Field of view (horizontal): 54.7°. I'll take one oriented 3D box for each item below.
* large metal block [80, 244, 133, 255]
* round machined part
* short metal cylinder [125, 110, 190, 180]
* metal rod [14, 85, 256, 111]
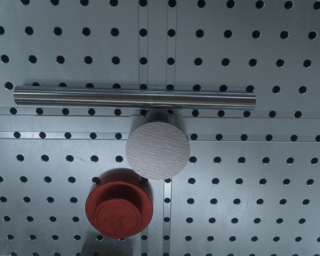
[{"bbox_3d":[-0.092,0.239,0.487,0.081,0.050,0.079,12,110,-5],"label":"large metal block"},{"bbox_3d":[-0.059,0.120,0.448,0.099,0.042,0.097,0,110,0],"label":"round machined part"},{"bbox_3d":[-0.003,0.021,0.408,0.081,0.050,0.079,0,110,0],"label":"short metal cylinder"},{"bbox_3d":[-0.030,-0.038,0.398,0.302,0.025,0.025,1,110,-1],"label":"metal rod"}]
